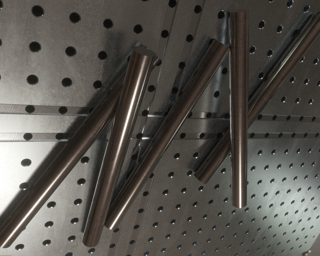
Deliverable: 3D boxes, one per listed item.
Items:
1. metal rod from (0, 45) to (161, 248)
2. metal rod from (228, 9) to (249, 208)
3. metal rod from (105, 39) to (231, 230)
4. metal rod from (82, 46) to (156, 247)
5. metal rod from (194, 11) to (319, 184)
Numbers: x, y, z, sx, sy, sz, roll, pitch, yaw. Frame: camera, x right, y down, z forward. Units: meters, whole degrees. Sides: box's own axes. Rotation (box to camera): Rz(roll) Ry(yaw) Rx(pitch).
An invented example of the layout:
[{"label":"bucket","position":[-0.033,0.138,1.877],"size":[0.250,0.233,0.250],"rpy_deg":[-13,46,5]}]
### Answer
[{"label":"metal rod","position":[-0.104,0.028,0.372],"size":[0.025,0.025,0.299],"rpy_deg":[34,99,-39]},{"label":"metal rod","position":[0.113,-0.010,0.443],"size":[0.025,0.025,0.298],"rpy_deg":[-17,118,-19]},{"label":"metal rod","position":[0.002,0.018,0.424],"size":[0.025,0.025,0.299],"rpy_deg":[22,107,-37]},{"label":"metal rod","position":[-0.059,0.044,0.386],"size":[0.025,0.025,0.298],"rpy_deg":[1,125,-29]},{"label":"metal rod","position":[0.148,-0.039,0.470],"size":[0.025,0.025,0.299],"rpy_deg":[26,104,-38]}]
